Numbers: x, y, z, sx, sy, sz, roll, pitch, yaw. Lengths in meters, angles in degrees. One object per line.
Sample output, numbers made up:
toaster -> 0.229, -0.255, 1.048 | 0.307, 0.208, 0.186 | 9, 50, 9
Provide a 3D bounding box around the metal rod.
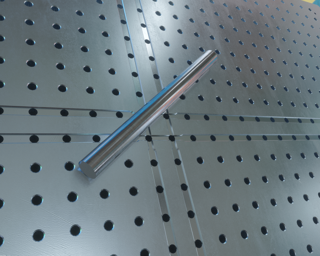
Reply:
metal rod -> 0.004, -0.037, 0.432 | 0.025, 0.025, 0.301 | 44, 51, 2
